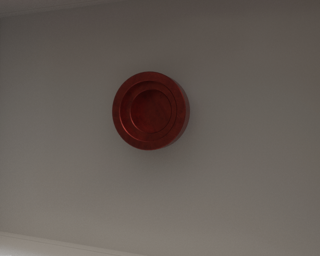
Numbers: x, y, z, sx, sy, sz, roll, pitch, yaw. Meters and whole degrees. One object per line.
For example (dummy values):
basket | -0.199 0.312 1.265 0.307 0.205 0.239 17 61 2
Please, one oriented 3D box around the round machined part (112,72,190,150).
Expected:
round machined part | -0.009 -0.021 0.402 0.098 0.042 0.097 0 90 20
